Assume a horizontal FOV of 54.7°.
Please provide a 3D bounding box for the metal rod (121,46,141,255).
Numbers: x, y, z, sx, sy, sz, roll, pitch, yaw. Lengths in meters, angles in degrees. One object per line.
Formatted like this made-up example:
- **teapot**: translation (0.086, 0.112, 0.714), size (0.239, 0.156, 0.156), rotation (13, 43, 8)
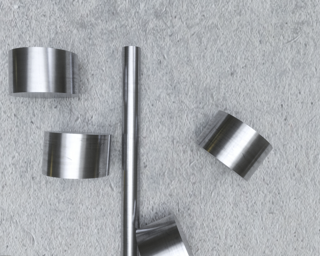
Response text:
- **metal rod**: translation (-0.038, 0.044, 0.409), size (0.025, 0.025, 0.298), rotation (0, 90, 0)

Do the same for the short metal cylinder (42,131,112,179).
- **short metal cylinder**: translation (-0.101, 0.031, 0.382), size (0.080, 0.080, 0.050), rotation (3, 90, 0)

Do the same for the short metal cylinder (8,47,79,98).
- **short metal cylinder**: translation (-0.142, -0.065, 0.381), size (0.081, 0.080, 0.050), rotation (-1, 90, 0)

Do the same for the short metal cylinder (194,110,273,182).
- **short metal cylinder**: translation (0.090, 0.022, 0.383), size (0.080, 0.080, 0.050), rotation (37, 90, 0)

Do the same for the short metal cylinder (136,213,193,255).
- **short metal cylinder**: translation (0.010, 0.153, 0.383), size (0.050, 0.080, 0.080), rotation (-24, 90, 0)
